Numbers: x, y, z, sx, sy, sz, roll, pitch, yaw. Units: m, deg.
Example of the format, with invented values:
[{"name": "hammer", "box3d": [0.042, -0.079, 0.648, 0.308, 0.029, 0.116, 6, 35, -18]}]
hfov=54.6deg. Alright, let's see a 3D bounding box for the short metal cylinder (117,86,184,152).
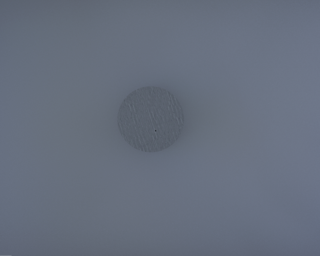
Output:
[{"name": "short metal cylinder", "box3d": [-0.011, -0.011, 0.399, 0.080, 0.050, 0.080, 0, 90, 0]}]
